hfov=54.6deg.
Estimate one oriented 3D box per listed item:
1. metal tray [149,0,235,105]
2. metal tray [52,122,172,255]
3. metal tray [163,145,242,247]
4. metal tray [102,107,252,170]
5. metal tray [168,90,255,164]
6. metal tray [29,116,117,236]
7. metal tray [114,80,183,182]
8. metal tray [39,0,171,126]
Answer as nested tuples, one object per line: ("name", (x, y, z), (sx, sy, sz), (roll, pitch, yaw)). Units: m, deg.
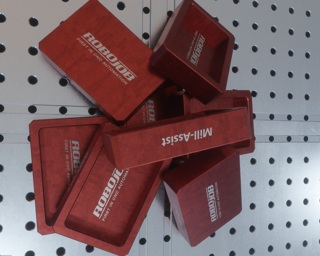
("metal tray", (0.047, -0.101, 0.391), (0.090, 0.030, 0.130), (35, 46, -16))
("metal tray", (-0.053, 0.069, 0.358), (0.090, 0.030, 0.130), (28, 81, -18))
("metal tray", (0.060, 0.087, 0.396), (0.090, 0.030, 0.129), (-30, 133, -17))
("metal tray", (0.012, 0.007, 0.314), (0.131, 0.090, 0.030), (-12, 94, -15))
("metal tray", (0.074, -0.005, 0.417), (0.131, 0.030, 0.090), (-5, 92, -37))
("metal tray", (-0.103, 0.053, 0.372), (0.091, 0.030, 0.129), (-5, 91, -21))
("metal tray", (-0.012, 0.000, 0.405), (0.091, 0.030, 0.129), (-5, 90, -22))
("metal tray", (-0.063, -0.077, 0.369), (0.130, 0.030, 0.090), (43, 76, 1))
